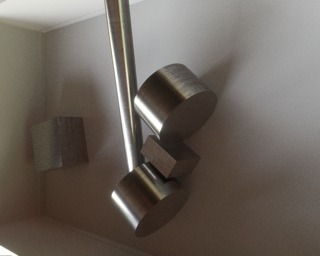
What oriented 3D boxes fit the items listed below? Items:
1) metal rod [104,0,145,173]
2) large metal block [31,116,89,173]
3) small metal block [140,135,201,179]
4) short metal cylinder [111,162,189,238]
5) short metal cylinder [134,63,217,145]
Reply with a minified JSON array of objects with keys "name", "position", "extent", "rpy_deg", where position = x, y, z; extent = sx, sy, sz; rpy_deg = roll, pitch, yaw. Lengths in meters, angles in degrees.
[{"name":"metal rod","position":[-0.039,-0.046,0.362],"extent":[0.025,0.025,0.298],"rpy_deg":[20,126,38]},{"name":"large metal block","position":[-0.172,0.029,0.529],"extent":[0.080,0.050,0.080],"rpy_deg":[-16,80,38]},{"name":"small metal block","position":[0.013,0.033,0.378],"extent":[0.050,0.050,0.025],"rpy_deg":[41,115,32]},{"name":"short metal cylinder","position":[-0.012,0.086,0.379],"extent":[0.050,0.081,0.080],"rpy_deg":[45,117,30]},{"name":"short metal cylinder","position":[0.018,-0.026,0.355],"extent":[0.050,0.081,0.080],"rpy_deg":[49,119,28]}]
